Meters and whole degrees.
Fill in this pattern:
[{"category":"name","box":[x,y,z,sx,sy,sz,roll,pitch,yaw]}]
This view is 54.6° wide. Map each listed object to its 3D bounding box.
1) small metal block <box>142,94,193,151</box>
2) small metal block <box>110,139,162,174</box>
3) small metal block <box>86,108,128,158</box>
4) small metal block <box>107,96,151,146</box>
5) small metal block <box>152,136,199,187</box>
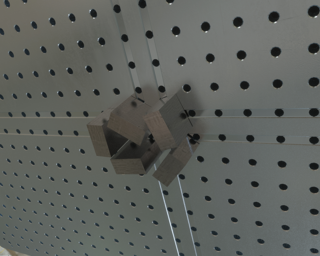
[{"category":"small metal block","box":[0.011,-0.008,0.384,0.025,0.050,0.050,-17,109,35]},{"category":"small metal block","box":[-0.033,0.040,0.437,0.050,0.050,0.025,-5,116,30]},{"category":"small metal block","box":[-0.072,0.006,0.437,0.025,0.050,0.050,4,121,27]},{"category":"small metal block","box":[-0.032,-0.011,0.406,0.050,0.050,0.025,29,129,9]},{"category":"small metal block","box":[0.021,0.042,0.410,0.025,0.050,0.050,37,129,5]}]
